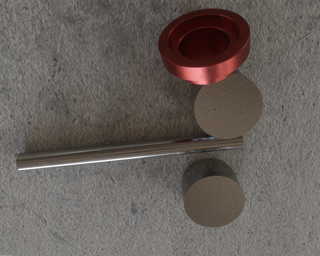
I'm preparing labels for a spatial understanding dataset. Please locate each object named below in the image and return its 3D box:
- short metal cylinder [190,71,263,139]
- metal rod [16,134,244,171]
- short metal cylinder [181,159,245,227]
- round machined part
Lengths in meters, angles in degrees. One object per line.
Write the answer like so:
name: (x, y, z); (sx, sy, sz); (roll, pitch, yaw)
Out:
short metal cylinder: (0.080, -0.032, 0.386); (0.081, 0.050, 0.079); (0, 110, -1)
metal rod: (-0.041, 0.031, 0.420); (0.302, 0.025, 0.025); (-6, 110, 1)
short metal cylinder: (0.072, 0.089, 0.431); (0.081, 0.050, 0.079); (0, 110, -1)
round machined part: (0.050, -0.087, 0.348); (0.098, 0.098, 0.042); (-14, 141, 5)
